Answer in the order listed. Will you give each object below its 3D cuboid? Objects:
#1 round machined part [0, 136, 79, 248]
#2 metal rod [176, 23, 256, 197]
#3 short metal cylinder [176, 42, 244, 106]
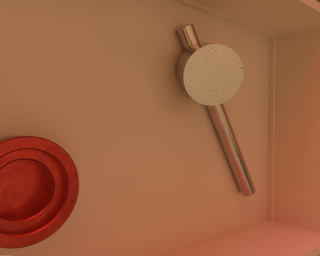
[{"bbox_3d":[-0.130,0.056,0.287,0.099,0.042,0.097,0,90,-40],"label":"round machined part"},{"bbox_3d":[0.094,-0.016,0.488,0.025,0.025,0.299,-39,114,-33],"label":"metal rod"},{"bbox_3d":[0.066,-0.075,0.424,0.081,0.050,0.079,-3,108,-8],"label":"short metal cylinder"}]
